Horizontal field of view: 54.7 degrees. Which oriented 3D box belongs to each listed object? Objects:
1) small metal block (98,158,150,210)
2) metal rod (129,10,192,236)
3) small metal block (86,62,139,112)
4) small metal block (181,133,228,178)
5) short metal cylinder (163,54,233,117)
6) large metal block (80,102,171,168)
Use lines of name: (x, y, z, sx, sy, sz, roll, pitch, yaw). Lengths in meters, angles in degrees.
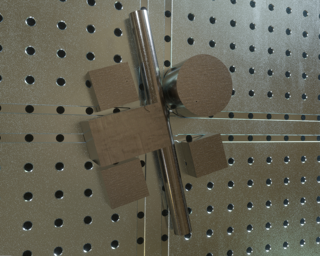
small metal block: (-0.047, 0.069, 0.396, 0.050, 0.025, 0.050, -17, 96, -20)
metal rod: (0.002, -0.004, 0.414, 0.025, 0.025, 0.298, -13, 95, -20)
small metal block: (-0.060, -0.051, 0.391, 0.050, 0.025, 0.050, -19, 97, -19)
small metal block: (0.063, 0.037, 0.437, 0.050, 0.025, 0.050, -16, 96, -20)
short metal cylinder: (0.049, -0.055, 0.418, 0.081, 0.050, 0.079, 0, 90, -21)
large metal block: (-0.044, 0.006, 0.366, 0.081, 0.080, 0.050, -16, 96, -20)
